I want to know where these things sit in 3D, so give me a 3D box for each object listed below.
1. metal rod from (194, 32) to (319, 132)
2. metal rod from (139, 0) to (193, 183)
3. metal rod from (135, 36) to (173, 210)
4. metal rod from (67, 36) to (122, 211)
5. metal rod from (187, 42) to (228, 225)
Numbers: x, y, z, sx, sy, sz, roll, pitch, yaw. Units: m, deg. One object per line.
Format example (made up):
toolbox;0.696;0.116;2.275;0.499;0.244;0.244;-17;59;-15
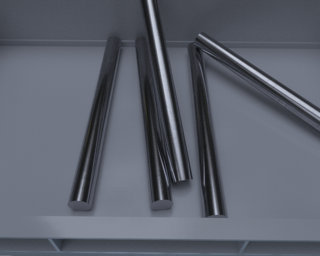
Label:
metal rod;0.166;-0.049;0.431;0.025;0.025;0.300;-36;64;-26
metal rod;0.001;-0.080;0.397;0.025;0.025;0.299;-8;74;-7
metal rod;-0.014;-0.031;0.430;0.025;0.025;0.300;-5;50;-4
metal rod;-0.082;-0.031;0.429;0.025;0.025;0.300;1;50;1
metal rod;0.058;-0.019;0.420;0.025;0.025;0.300;0;50;0
